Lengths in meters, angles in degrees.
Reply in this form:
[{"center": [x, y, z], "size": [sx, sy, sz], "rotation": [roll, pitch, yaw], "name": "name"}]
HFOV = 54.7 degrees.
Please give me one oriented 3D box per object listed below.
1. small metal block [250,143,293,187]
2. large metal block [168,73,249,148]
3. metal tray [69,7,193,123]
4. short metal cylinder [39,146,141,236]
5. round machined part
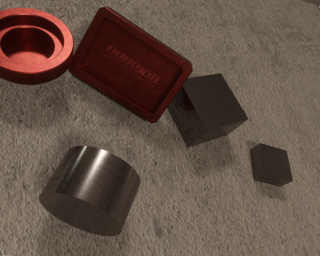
[{"center": [0.165, 0.055, 0.462], "size": [0.050, 0.025, 0.050], "rotation": [16, 55, -20], "name": "small metal block"}, {"center": [0.064, -0.027, 0.440], "size": [0.081, 0.050, 0.080], "rotation": [-14, 69, -34], "name": "large metal block"}, {"center": [-0.036, -0.077, 0.389], "size": [0.130, 0.090, 0.030], "rotation": [32, 18, -8], "name": "metal tray"}, {"center": [-0.065, 0.062, 0.297], "size": [0.080, 0.080, 0.050], "rotation": [29, 52, -10], "name": "short metal cylinder"}, {"center": [-0.152, -0.089, 0.360], "size": [0.099, 0.042, 0.098], "rotation": [9, 58, -14], "name": "round machined part"}]
